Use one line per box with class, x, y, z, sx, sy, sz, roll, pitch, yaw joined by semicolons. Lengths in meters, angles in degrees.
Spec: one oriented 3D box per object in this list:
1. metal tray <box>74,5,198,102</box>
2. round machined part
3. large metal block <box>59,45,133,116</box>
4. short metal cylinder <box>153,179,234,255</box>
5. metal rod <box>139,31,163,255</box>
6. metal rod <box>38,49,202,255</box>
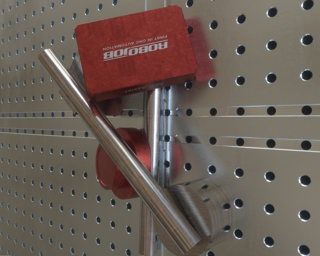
metal tray;-0.029;-0.091;0.376;0.131;0.030;0.090;-13;79;-4
round machined part;-0.056;0.048;0.421;0.098;0.042;0.097;-1;89;57
large metal block;-0.083;-0.065;0.441;0.050;0.081;0.080;49;119;28
short metal cylinder;0.038;0.103;0.361;0.080;0.050;0.079;0;90;39
metal rod;-0.011;0.020;0.417;0.025;0.025;0.298;3;92;39
metal rod;-0.059;0.013;0.364;0.300;0.025;0.025;50;119;19
